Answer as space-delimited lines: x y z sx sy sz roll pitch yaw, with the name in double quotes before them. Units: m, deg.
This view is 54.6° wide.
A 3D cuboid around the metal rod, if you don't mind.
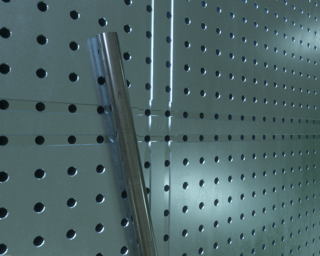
"metal rod" -0.036 0.038 0.377 0.025 0.025 0.298 -16 100 -39
